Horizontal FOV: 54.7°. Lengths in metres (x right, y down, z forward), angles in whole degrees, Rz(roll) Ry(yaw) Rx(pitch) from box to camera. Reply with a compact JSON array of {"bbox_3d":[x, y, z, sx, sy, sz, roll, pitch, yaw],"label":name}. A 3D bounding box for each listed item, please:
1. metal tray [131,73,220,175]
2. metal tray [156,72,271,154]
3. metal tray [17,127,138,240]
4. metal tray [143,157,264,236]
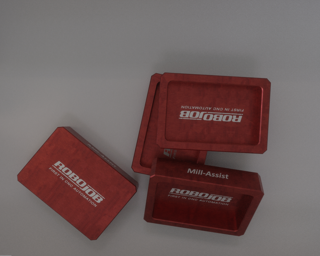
[{"bbox_3d":[0.020,0.001,0.408,0.091,0.030,0.129,12,90,0],"label":"metal tray"},{"bbox_3d":[0.063,-0.017,0.378,0.131,0.030,0.089,3,90,-1],"label":"metal tray"},{"bbox_3d":[-0.106,0.071,0.408,0.130,0.030,0.090,40,90,0],"label":"metal tray"},{"bbox_3d":[0.050,0.087,0.384,0.131,0.030,0.089,9,128,0],"label":"metal tray"}]
